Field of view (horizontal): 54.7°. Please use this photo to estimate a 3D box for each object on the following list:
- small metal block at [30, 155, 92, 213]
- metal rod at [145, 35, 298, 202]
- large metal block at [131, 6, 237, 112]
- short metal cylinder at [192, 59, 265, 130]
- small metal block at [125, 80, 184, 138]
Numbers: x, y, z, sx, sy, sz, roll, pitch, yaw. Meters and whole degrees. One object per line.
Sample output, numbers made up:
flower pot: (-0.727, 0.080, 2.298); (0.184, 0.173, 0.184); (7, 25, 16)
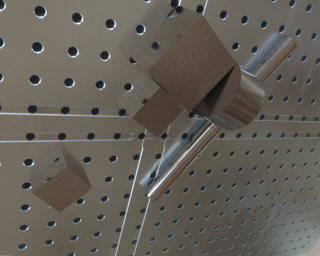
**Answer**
small metal block: (-0.123, 0.070, 0.387); (0.050, 0.025, 0.050); (-37, 129, -4)
metal rod: (0.085, -0.010, 0.451); (0.299, 0.025, 0.025); (-49, 129, 6)
large metal block: (0.028, -0.079, 0.361); (0.080, 0.050, 0.080); (-46, 129, 4)
short metal cylinder: (0.084, -0.043, 0.395); (0.050, 0.080, 0.080); (25, 105, -37)
small metal block: (-0.007, -0.024, 0.393); (0.050, 0.025, 0.050); (-47, 129, 4)
